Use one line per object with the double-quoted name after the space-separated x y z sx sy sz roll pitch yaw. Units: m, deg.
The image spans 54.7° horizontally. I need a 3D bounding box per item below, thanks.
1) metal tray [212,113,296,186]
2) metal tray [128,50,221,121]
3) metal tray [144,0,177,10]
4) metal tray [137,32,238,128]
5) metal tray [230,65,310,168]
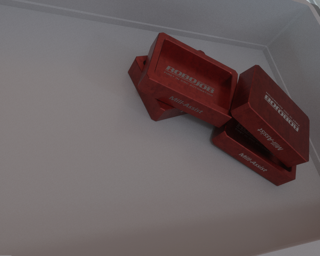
0.147 0.016 0.466 0.130 0.030 0.090 33 51 -11 "metal tray"
0.029 -0.067 0.458 0.131 0.030 0.090 -15 70 -34 "metal tray"
-0.022 -0.282 0.564 0.130 0.030 0.090 45 51 3 "metal tray"
0.043 -0.066 0.425 0.131 0.030 0.090 24 54 -15 "metal tray"
0.161 -0.016 0.439 0.130 0.030 0.090 39 48 -19 "metal tray"
